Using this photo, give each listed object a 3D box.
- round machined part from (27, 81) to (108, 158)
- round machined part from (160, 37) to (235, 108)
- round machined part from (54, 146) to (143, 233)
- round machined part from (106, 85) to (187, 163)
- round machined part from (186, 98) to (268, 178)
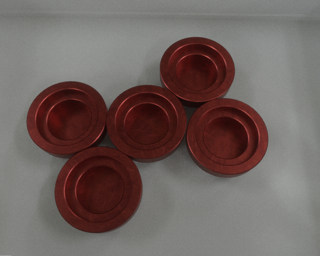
[{"bbox_3d":[-0.114,-0.008,0.400,0.099,0.042,0.098,0,70,0],"label":"round machined part"},{"bbox_3d":[0.049,-0.072,0.424,0.099,0.042,0.098,0,70,0],"label":"round machined part"},{"bbox_3d":[-0.070,0.074,0.370,0.099,0.042,0.098,0,70,0],"label":"round machined part"},{"bbox_3d":[-0.016,-0.003,0.398,0.099,0.042,0.098,0,70,0],"label":"round machined part"},{"bbox_3d":[0.082,0.015,0.393,0.099,0.042,0.098,0,70,0],"label":"round machined part"}]
